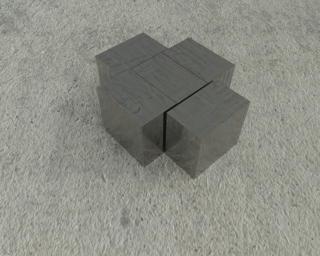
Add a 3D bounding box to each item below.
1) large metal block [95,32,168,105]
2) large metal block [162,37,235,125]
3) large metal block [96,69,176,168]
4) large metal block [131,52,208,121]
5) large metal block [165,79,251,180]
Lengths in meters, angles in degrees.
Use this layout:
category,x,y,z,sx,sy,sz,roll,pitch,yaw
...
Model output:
category,x,y,z,sx,sy,sz,roll,pitch,yaw
large metal block,-0.036,-0.073,0.430,0.080,0.080,0.050,-35,59,-26
large metal block,0.048,-0.063,0.423,0.050,0.080,0.080,-35,59,-26
large metal block,-0.028,-0.011,0.379,0.050,0.080,0.080,-35,59,-26
large metal block,0.010,-0.037,0.401,0.050,0.080,0.080,-35,59,-26
large metal block,0.054,0.002,0.368,0.080,0.080,0.050,-35,59,-26
